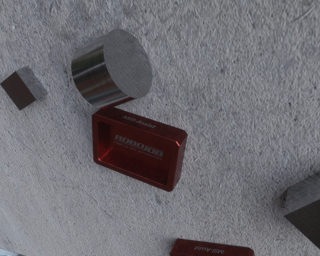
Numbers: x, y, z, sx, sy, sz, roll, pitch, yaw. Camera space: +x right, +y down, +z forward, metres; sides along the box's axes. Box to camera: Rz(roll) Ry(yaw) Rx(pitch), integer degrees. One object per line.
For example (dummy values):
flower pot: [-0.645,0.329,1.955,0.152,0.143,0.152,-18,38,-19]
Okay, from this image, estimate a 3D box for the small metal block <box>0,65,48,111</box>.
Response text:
small metal block: [-0.211,-0.061,0.480,0.050,0.025,0.050,-22,107,36]

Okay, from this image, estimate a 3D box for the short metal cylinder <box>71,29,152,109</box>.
short metal cylinder: [-0.054,-0.067,0.358,0.050,0.080,0.080,-14,111,34]

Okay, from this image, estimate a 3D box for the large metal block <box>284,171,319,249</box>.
large metal block: [0.200,0.092,0.342,0.080,0.050,0.080,43,129,-2]

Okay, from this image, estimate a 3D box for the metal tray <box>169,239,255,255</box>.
metal tray: [0.089,0.228,0.497,0.130,0.030,0.090,-4,117,30]

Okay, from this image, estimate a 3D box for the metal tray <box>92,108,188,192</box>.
metal tray: [-0.032,0.028,0.437,0.130,0.030,0.089,18,126,17]
